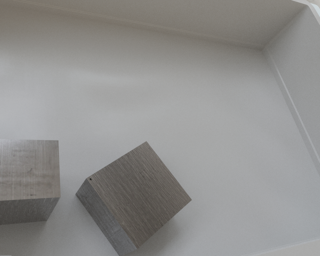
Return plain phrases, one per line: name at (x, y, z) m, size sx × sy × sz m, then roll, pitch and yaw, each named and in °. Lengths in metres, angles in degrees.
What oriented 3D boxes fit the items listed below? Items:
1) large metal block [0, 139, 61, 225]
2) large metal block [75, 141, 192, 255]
large metal block at (-0.135, 0.049, 0.267) m, size 0.081 × 0.080 × 0.050 m, roll 3°, pitch 61°, yaw -27°
large metal block at (-0.028, 0.073, 0.329) m, size 0.081 × 0.050 × 0.080 m, roll -31°, pitch 79°, yaw -38°
